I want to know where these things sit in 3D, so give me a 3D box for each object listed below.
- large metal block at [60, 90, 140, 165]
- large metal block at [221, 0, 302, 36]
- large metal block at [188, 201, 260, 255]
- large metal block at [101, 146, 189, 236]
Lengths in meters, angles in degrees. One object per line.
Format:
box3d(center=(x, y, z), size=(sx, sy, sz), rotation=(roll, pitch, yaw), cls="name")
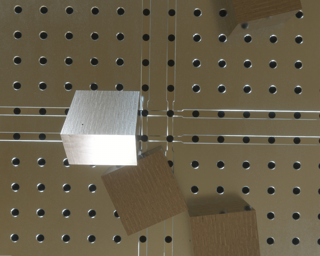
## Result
box3d(center=(-0.067, -0.002, 0.379), size=(0.080, 0.080, 0.050), rotation=(1, 133, 0), cls="large metal block")
box3d(center=(0.125, -0.175, 0.402), size=(0.080, 0.050, 0.080), rotation=(-14, 90, 0), cls="large metal block")
box3d(center=(0.081, 0.144, 0.401), size=(0.080, 0.050, 0.080), rotation=(-6, 90, 0), cls="large metal block")
box3d(center=(-0.019, 0.078, 0.399), size=(0.080, 0.050, 0.080), rotation=(-24, 93, 0), cls="large metal block")
